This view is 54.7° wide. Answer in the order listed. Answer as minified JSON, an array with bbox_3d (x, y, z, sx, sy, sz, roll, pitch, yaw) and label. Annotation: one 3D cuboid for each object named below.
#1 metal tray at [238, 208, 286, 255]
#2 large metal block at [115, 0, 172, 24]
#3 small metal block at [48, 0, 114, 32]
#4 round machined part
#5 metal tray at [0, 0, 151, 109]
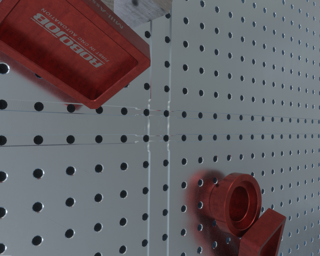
[{"bbox_3d":[0.166,0.208,0.516,0.091,0.030,0.129,-29,130,-36],"label":"metal tray"},{"bbox_3d":[-0.024,-0.188,0.373,0.080,0.050,0.080,25,74,-37],"label":"large metal block"},{"bbox_3d":[-0.083,-0.124,0.323,0.050,0.050,0.025,1,90,-40],"label":"small metal block"},{"bbox_3d":[0.118,0.120,0.498,0.099,0.042,0.097,0,90,-40],"label":"round machined part"},{"bbox_3d":[-0.084,-0.082,0.296,0.130,0.090,0.030,36,32,-34],"label":"metal tray"}]
